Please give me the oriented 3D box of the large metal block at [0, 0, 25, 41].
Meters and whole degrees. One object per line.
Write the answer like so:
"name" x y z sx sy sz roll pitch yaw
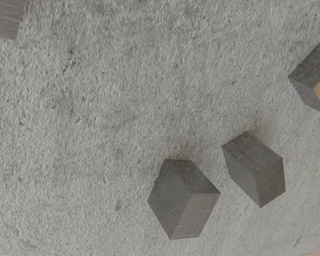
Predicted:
"large metal block" -0.146 -0.123 0.235 0.081 0.050 0.079 10 113 -33

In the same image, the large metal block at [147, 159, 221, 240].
"large metal block" 0.032 0.102 0.451 0.050 0.080 0.079 7 115 -32

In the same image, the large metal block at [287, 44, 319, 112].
"large metal block" 0.261 -0.078 0.485 0.080 0.050 0.080 -48 129 5

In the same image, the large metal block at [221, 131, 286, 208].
"large metal block" 0.149 0.065 0.493 0.050 0.080 0.080 -30 129 -9
